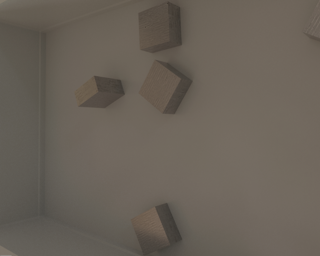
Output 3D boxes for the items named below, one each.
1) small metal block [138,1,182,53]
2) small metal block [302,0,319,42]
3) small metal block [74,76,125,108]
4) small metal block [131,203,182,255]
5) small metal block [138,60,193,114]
[{"bbox_3d":[0.000,-0.130,0.405,0.050,0.025,0.050,-4,88,39],"label":"small metal block"},{"bbox_3d":[0.164,-0.097,0.271,0.050,0.025,0.050,37,112,33],"label":"small metal block"},{"bbox_3d":[-0.090,-0.052,0.462,0.050,0.050,0.025,-28,73,36],"label":"small metal block"},{"bbox_3d":[-0.006,0.134,0.410,0.050,0.025,0.050,-36,68,33],"label":"small metal block"},{"bbox_3d":[0.006,-0.053,0.400,0.050,0.025,0.050,42,115,31],"label":"small metal block"}]
